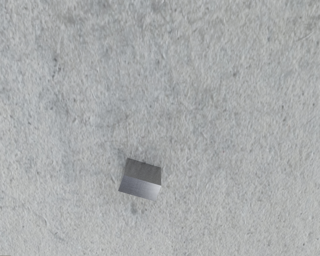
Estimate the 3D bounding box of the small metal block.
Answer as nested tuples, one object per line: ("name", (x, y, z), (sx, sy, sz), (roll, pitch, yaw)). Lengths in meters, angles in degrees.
("small metal block", (-0.026, 0.069, 0.422), (0.050, 0.050, 0.025), (17, 109, -7))
